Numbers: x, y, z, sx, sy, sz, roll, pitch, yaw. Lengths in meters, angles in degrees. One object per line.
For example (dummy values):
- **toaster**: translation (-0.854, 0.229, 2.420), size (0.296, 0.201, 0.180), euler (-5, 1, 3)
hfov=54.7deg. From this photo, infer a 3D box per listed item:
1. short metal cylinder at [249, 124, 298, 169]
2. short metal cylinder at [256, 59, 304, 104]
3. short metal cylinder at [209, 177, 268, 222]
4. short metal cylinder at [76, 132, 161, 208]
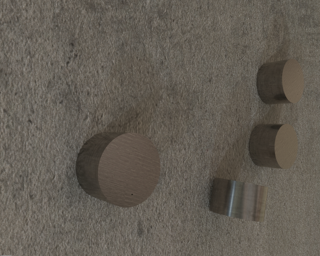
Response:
- **short metal cylinder**: translation (0.206, 0.032, 0.561), size (0.081, 0.050, 0.080), euler (0, 90, -40)
- **short metal cylinder**: translation (0.224, -0.085, 0.576), size (0.081, 0.050, 0.080), euler (0, 90, -40)
- **short metal cylinder**: translation (0.119, 0.107, 0.468), size (0.080, 0.080, 0.050), euler (18, 79, -39)
- **short metal cylinder**: translation (-0.046, 0.045, 0.350), size (0.081, 0.050, 0.080), euler (0, 90, -40)
